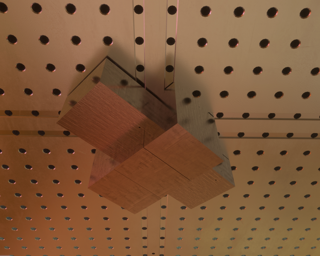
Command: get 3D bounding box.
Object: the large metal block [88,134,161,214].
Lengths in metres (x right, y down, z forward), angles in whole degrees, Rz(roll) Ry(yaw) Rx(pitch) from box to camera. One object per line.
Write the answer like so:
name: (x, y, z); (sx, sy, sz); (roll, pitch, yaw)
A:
large metal block: (-0.045, 0.058, 0.425); (0.050, 0.080, 0.080); (-37, 122, 26)

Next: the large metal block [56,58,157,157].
large metal block: (-0.061, -0.022, 0.372); (0.080, 0.050, 0.080); (-37, 122, 28)

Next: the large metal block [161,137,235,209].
large metal block: (0.049, 0.064, 0.451); (0.080, 0.050, 0.080); (-36, 122, 27)

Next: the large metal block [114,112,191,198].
large metal block: (-0.009, 0.031, 0.402); (0.050, 0.080, 0.080); (-37, 122, 26)

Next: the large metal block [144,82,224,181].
large metal block: (0.028, 0.004, 0.380); (0.050, 0.080, 0.080); (-37, 122, 26)
